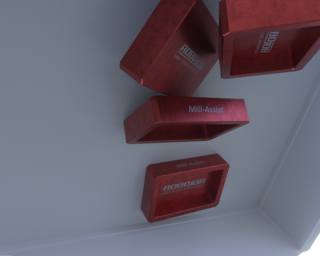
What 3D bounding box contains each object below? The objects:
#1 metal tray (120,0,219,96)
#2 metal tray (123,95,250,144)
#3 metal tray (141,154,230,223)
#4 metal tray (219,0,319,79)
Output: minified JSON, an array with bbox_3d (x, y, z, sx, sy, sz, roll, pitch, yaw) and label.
[{"bbox_3d":[0.023,-0.079,0.329,0.090,0.030,0.130,-54,159,11],"label":"metal tray"},{"bbox_3d":[0.032,-0.008,0.384,0.131,0.030,0.090,-1,163,-29],"label":"metal tray"},{"bbox_3d":[0.040,0.093,0.486,0.131,0.030,0.089,-6,121,-26],"label":"metal tray"},{"bbox_3d":[0.104,-0.083,0.297,0.090,0.130,0.030,-5,82,10],"label":"metal tray"}]
